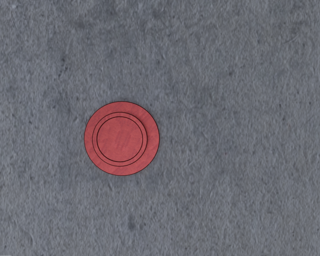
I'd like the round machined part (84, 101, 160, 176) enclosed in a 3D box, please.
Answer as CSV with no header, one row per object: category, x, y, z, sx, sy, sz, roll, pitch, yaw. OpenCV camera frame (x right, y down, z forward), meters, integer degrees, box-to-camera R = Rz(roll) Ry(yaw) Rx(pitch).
round machined part,-0.049,0.014,0.401,0.099,0.042,0.097,0,90,-1
